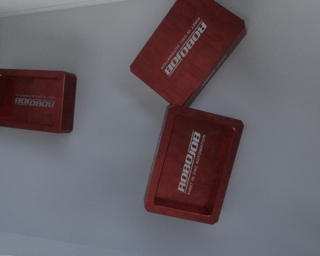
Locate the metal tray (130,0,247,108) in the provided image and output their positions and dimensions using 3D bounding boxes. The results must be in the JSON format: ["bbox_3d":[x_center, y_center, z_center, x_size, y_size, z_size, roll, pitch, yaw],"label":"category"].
[{"bbox_3d":[0.034,-0.099,0.396,0.090,0.030,0.130,41,103,15],"label":"metal tray"}]

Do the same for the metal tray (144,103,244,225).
[{"bbox_3d":[0.039,0.043,0.374,0.091,0.030,0.129,13,95,-6],"label":"metal tray"}]

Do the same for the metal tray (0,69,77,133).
[{"bbox_3d":[-0.195,-0.043,0.476,0.130,0.030,0.089,6,92,19],"label":"metal tray"}]
